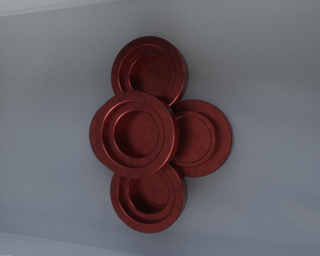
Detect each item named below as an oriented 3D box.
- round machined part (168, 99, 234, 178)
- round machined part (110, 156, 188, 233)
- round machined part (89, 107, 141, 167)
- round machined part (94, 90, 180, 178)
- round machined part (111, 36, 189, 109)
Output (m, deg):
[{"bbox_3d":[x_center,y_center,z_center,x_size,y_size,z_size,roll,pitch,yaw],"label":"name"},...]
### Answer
[{"bbox_3d":[0.039,0.013,0.384,0.098,0.042,0.097,0,90,19],"label":"round machined part"},{"bbox_3d":[-0.011,0.082,0.402,0.098,0.042,0.097,0,90,19],"label":"round machined part"},{"bbox_3d":[-0.054,0.009,0.418,0.098,0.042,0.097,0,90,19],"label":"round machined part"},{"bbox_3d":[-0.024,0.007,0.362,0.098,0.042,0.097,0,90,19],"label":"round machined part"},{"bbox_3d":[-0.010,-0.065,0.402,0.098,0.042,0.097,0,90,19],"label":"round machined part"}]
